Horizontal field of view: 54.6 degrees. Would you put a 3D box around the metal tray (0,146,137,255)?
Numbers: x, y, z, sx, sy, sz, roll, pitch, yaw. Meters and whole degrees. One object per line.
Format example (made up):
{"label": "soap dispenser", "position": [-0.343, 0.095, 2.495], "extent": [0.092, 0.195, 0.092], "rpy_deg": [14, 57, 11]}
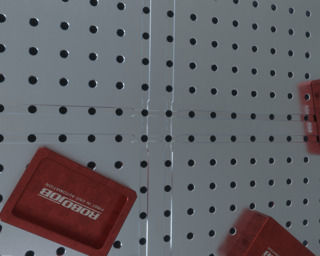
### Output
{"label": "metal tray", "position": [-0.105, 0.089, 0.371], "extent": [0.130, 0.030, 0.090], "rpy_deg": [30, 80, -18]}

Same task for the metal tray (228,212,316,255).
{"label": "metal tray", "position": [0.176, 0.203, 0.475], "extent": [0.130, 0.030, 0.090], "rpy_deg": [41, 77, -16]}

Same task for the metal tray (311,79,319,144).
{"label": "metal tray", "position": [0.310, -0.023, 0.523], "extent": [0.091, 0.030, 0.129], "rpy_deg": [-11, 94, -20]}
